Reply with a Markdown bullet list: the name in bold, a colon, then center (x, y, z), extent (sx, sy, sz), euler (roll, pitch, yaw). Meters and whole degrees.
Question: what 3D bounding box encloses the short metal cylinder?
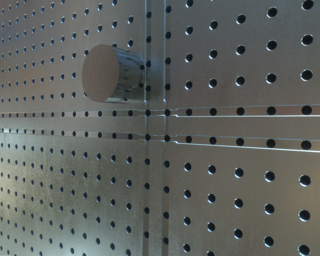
- **short metal cylinder**: center (-0.068, -0.076, 0.446), extent (0.080, 0.050, 0.079), euler (0, 90, 39)
